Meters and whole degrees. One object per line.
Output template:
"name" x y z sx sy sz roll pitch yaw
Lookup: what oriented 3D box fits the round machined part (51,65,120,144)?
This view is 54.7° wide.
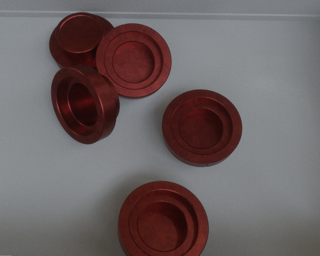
"round machined part" -0.090 -0.032 0.392 0.098 0.097 0.042 46 41 14

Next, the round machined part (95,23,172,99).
"round machined part" -0.036 -0.087 0.422 0.099 0.042 0.097 0 89 -8

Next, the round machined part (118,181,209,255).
"round machined part" 0.002 0.113 0.349 0.099 0.042 0.098 5 54 -7

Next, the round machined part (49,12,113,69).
"round machined part" -0.111 -0.126 0.446 0.099 0.042 0.098 0 70 0

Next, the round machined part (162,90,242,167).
"round machined part" 0.052 0.003 0.400 0.099 0.042 0.098 0 70 0
